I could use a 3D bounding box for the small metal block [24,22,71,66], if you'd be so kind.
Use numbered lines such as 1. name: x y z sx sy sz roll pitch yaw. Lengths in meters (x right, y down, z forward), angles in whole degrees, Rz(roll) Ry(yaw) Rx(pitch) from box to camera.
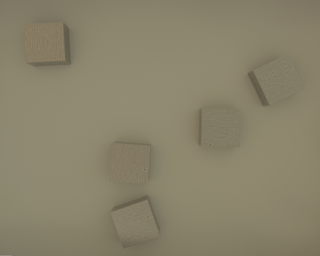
1. small metal block: -0.148 -0.110 0.410 0.050 0.025 0.050 -3 90 0

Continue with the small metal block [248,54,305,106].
1. small metal block: 0.154 -0.063 0.412 0.050 0.025 0.050 -25 90 0

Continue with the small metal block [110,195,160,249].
1. small metal block: -0.032 0.124 0.411 0.050 0.025 0.050 -19 90 0

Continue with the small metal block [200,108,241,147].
1. small metal block: 0.079 0.000 0.412 0.050 0.025 0.050 1 90 0

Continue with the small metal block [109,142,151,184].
1. small metal block: -0.039 0.045 0.411 0.050 0.025 0.050 4 90 0
